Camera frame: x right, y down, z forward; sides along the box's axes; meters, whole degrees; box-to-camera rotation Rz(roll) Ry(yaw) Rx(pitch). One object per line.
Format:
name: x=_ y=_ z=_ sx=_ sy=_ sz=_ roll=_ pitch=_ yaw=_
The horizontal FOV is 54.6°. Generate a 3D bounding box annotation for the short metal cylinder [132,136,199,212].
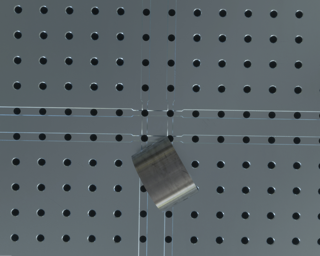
short metal cylinder: x=0.007 y=0.057 z=0.386 sx=0.050 sy=0.080 sz=0.080 roll=-30 pitch=90 yaw=0
